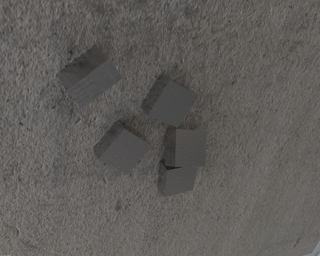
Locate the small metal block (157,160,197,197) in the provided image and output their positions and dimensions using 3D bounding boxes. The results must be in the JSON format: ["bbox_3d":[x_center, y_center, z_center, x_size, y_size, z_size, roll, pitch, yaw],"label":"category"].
[{"bbox_3d":[0.026,0.072,0.465,0.050,0.025,0.050,-9,122,-24],"label":"small metal block"}]

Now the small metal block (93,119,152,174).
[{"bbox_3d":[-0.048,0.025,0.396,0.050,0.025,0.050,-49,129,6],"label":"small metal block"}]

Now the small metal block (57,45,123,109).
[{"bbox_3d":[-0.073,-0.054,0.317,0.050,0.050,0.025,-38,129,-3],"label":"small metal block"}]

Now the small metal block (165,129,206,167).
[{"bbox_3d":[0.036,0.028,0.429,0.050,0.025,0.050,4,86,-30],"label":"small metal block"}]

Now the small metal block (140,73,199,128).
[{"bbox_3d":[0.012,-0.034,0.392,0.050,0.025,0.050,22,106,-36],"label":"small metal block"}]
